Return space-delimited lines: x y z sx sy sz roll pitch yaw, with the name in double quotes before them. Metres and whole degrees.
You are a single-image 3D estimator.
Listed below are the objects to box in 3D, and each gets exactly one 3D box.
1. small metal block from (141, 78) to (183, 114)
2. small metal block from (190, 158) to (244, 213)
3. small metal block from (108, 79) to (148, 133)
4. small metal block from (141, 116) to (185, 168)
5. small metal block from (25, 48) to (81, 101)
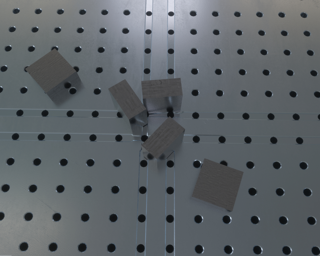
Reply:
"small metal block" 0.002 -0.042 0.414 0.050 0.050 0.025 -5 70 -2
"small metal block" 0.070 0.072 0.386 0.050 0.025 0.050 19 71 7
"small metal block" -0.041 -0.028 0.409 0.025 0.050 0.050 -32 73 -11
"small metal block" 0.004 0.019 0.392 0.025 0.050 0.050 41 75 13
"small metal block" -0.151 -0.076 0.439 0.050 0.025 0.050 -40 75 -13
